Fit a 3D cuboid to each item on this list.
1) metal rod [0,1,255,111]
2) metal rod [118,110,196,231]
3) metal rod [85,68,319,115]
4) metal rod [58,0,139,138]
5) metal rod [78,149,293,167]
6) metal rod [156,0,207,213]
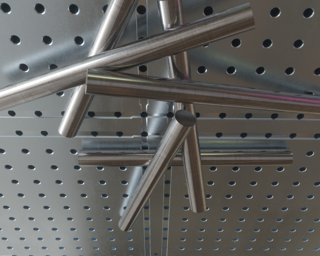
[{"bbox_3d":[-0.057,-0.065,0.320,0.301,0.025,0.025,-15,129,15],"label":"metal rod"},{"bbox_3d":[-0.017,0.082,0.452,0.025,0.025,0.298,14,137,-12],"label":"metal rod"},{"bbox_3d":[0.073,-0.036,0.345,0.302,0.025,0.025,4,131,-18],"label":"metal rod"},{"bbox_3d":[-0.054,-0.097,0.328,0.025,0.025,0.298,22,127,-18],"label":"metal rod"},{"bbox_3d":[0.036,0.043,0.447,0.302,0.025,0.025,0,130,0],"label":"metal rod"},{"bbox_3d":[0.033,-0.005,0.385,0.025,0.025,0.298,-7,123,6],"label":"metal rod"}]
